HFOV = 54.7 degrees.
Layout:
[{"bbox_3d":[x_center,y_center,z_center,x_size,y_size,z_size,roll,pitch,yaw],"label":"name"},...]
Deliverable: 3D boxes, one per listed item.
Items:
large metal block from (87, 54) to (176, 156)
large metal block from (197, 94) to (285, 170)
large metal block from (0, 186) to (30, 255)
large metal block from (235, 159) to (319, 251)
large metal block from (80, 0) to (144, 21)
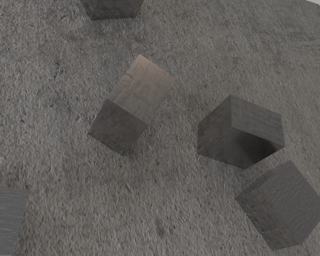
[{"bbox_3d":[-0.034,-0.026,0.366,0.050,0.080,0.080,33,51,-7],"label":"large metal block"},{"bbox_3d":[0.106,0.009,0.420,0.080,0.080,0.050,19,55,-17],"label":"large metal block"},{"bbox_3d":[-0.159,0.089,0.248,0.081,0.050,0.080,15,56,-20],"label":"large metal block"},{"bbox_3d":[0.162,0.101,0.413,0.081,0.050,0.080,-26,76,-37],"label":"large metal block"},{"bbox_3d":[-0.080,-0.216,0.476,0.081,0.050,0.080,-18,71,-35],"label":"large metal block"}]
